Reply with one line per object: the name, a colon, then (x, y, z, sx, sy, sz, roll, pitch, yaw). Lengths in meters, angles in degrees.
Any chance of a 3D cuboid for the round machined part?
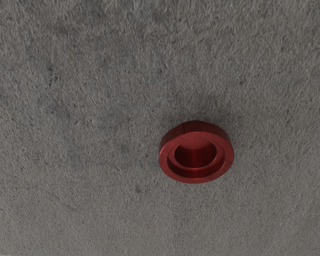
round machined part: (0.047, 0.028, 0.420, 0.099, 0.042, 0.097, 0, 130, 0)
